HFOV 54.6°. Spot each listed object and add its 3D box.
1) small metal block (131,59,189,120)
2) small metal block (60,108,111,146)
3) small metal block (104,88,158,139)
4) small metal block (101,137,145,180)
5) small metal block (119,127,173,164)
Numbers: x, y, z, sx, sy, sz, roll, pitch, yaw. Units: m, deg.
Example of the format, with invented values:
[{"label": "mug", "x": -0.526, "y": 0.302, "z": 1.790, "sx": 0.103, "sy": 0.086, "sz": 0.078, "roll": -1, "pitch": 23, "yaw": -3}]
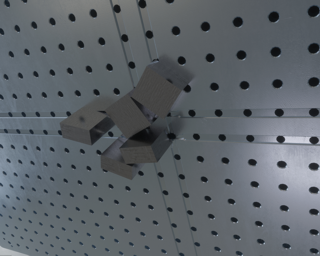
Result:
[{"label": "small metal block", "x": 0.000, "y": -0.047, "z": 0.383, "sx": 0.050, "sy": 0.025, "sz": 0.050, "roll": 36, "pitch": 129, "yaw": 4}, {"label": "small metal block", "x": -0.107, "y": -0.003, "z": 0.450, "sx": 0.050, "sy": 0.050, "sz": 0.025, "roll": 13, "pitch": 124, "yaw": 21}, {"label": "small metal block", "x": -0.038, "y": -0.020, "z": 0.420, "sx": 0.050, "sy": 0.025, "sz": 0.050, "roll": -29, "pitch": 102, "yaw": 37}, {"label": "small metal block", "x": -0.050, "y": 0.043, "z": 0.449, "sx": 0.050, "sy": 0.050, "sz": 0.025, "roll": 18, "pitch": 126, "yaw": 18}, {"label": "small metal block", "x": -0.018, "y": 0.023, "z": 0.420, "sx": 0.050, "sy": 0.050, "sz": 0.025, "roll": -7, "pitch": 115, "yaw": 31}]
